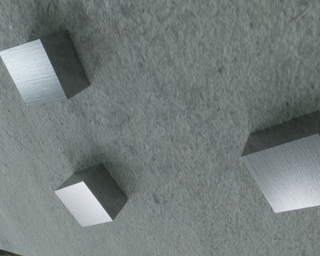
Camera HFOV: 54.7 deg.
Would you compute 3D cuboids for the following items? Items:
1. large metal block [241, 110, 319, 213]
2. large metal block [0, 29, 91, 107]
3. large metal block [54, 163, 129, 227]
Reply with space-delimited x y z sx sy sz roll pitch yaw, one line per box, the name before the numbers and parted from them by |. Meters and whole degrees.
large metal block | 0.148 0.038 0.336 0.080 0.050 0.080 -24 106 36
large metal block | -0.155 -0.080 0.421 0.080 0.050 0.080 -5 116 30
large metal block | -0.114 0.114 0.519 0.080 0.050 0.080 -23 106 36
